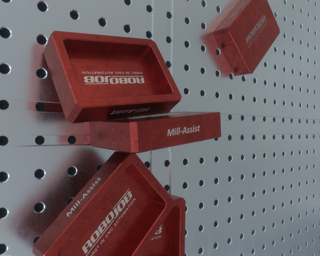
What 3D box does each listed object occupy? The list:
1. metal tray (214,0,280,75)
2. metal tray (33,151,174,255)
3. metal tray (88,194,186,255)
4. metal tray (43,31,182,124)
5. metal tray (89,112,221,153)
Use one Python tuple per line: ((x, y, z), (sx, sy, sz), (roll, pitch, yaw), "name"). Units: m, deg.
((0.153, -0.164, 0.532), (0.130, 0.030, 0.090), (-52, 120, -27), "metal tray")
((-0.050, 0.099, 0.323), (0.130, 0.030, 0.090), (-51, 120, -28), "metal tray")
((-0.026, 0.136, 0.383), (0.131, 0.030, 0.090), (2, 89, -40), "metal tray")
((-0.047, -0.057, 0.339), (0.131, 0.030, 0.090), (-8, 66, -40), "metal tray")
((-0.003, 0.001, 0.362), (0.131, 0.090, 0.030), (-8, 97, -40), "metal tray")
